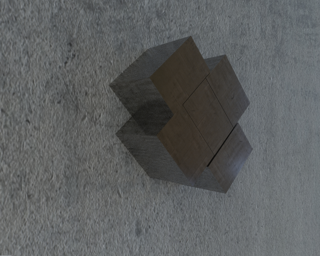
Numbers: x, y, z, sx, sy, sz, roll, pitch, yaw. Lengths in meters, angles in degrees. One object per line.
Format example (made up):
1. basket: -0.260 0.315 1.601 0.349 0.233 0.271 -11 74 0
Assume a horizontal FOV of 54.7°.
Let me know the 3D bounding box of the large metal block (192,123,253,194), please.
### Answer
1. large metal block: 0.067 0.038 0.430 0.080 0.080 0.050 -50 120 -29

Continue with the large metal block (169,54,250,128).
1. large metal block: 0.063 -0.047 0.426 0.050 0.080 0.080 -50 120 -28

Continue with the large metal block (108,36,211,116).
1. large metal block: -0.001 -0.060 0.372 0.080 0.080 0.050 -50 120 -29

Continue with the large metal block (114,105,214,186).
1. large metal block: 0.005 0.020 0.377 0.050 0.080 0.080 -50 120 -28

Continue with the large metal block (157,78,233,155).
1. large metal block: 0.034 -0.013 0.402 0.050 0.080 0.080 -50 120 -28
